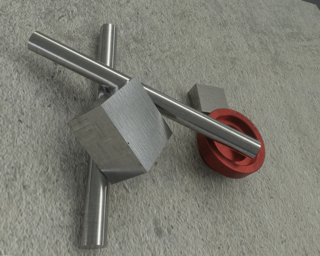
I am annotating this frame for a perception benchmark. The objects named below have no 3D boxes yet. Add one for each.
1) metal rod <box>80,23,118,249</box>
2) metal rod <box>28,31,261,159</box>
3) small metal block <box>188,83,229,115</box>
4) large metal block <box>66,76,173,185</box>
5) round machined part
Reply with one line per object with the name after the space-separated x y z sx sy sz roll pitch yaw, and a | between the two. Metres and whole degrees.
-0.069 -0.014 0.375 0.025 0.025 0.299 12 57 -22 | metal rod
-0.015 -0.038 0.379 0.301 0.025 0.025 26 52 -4 | metal rod
0.074 -0.037 0.468 0.050 0.025 0.050 7 59 -25 | small metal block
-0.039 0.001 0.339 0.080 0.050 0.080 57 33 -15 | large metal block
0.093 0.025 0.430 0.099 0.042 0.098 14 56 -21 | round machined part
